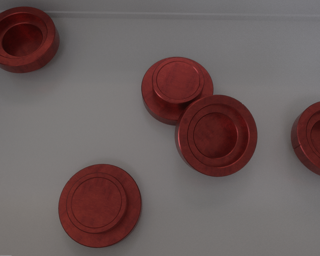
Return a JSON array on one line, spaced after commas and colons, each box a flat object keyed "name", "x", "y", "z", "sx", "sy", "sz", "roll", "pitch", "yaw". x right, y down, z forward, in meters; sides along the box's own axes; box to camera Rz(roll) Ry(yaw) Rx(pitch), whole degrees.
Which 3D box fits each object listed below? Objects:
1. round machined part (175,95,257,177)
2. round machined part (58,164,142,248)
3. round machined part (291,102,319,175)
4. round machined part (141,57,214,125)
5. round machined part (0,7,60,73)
[{"name": "round machined part", "x": 0.066, "y": 0.009, "z": 0.386, "sx": 0.099, "sy": 0.042, "sz": 0.097, "roll": 0, "pitch": 89, "yaw": -10}, {"name": "round machined part", "x": -0.071, "y": 0.090, "z": 0.367, "sx": 0.099, "sy": 0.042, "sz": 0.098, "roll": 0, "pitch": 70, "yaw": 0}, {"name": "round machined part", "x": 0.216, "y": 0.017, "z": 0.396, "sx": 0.099, "sy": 0.042, "sz": 0.098, "roll": 0, "pitch": 70, "yaw": 0}, {"name": "round machined part", "x": 0.024, "y": -0.056, "z": 0.421, "sx": 0.099, "sy": 0.042, "sz": 0.098, "roll": 0, "pitch": 70, "yaw": 0}, {"name": "round machined part", "x": -0.193, "y": -0.120, "z": 0.443, "sx": 0.099, "sy": 0.042, "sz": 0.098, "roll": 0, "pitch": 70, "yaw": 0}]
